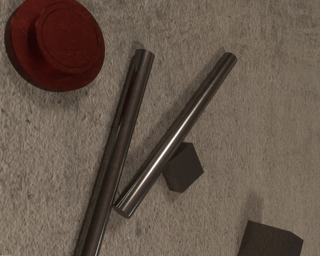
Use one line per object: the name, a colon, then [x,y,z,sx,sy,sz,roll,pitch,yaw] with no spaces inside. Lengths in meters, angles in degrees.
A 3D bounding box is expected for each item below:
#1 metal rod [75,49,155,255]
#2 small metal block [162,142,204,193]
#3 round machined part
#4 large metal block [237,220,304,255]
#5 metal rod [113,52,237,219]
metal rod: [-0.056,0.048,0.359,0.025,0.025,0.299,24,75,-38]
small metal block: [0.029,0.054,0.432,0.050,0.025,0.050,-36,113,-34]
round machined part: [-0.098,-0.086,0.312,0.099,0.042,0.097,0,90,-40]
large metal block: [0.186,0.213,0.529,0.050,0.080,0.080,36,68,-35]
metal rod: [0.034,-0.008,0.428,0.025,0.025,0.301,54,56,-27]
